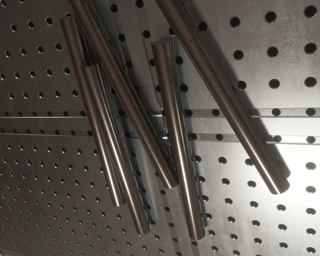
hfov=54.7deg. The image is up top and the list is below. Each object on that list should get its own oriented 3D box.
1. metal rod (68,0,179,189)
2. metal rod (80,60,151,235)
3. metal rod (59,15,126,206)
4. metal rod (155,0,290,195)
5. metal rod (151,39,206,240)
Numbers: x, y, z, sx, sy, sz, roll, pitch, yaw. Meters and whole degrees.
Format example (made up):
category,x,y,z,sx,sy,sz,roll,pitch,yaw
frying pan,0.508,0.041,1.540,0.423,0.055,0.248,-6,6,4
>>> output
category,x,y,z,sx,sy,sz,roll,pitch,yaw
metal rod,-0.044,-0.047,0.403,0.025,0.025,0.299,-14,112,33
metal rod,-0.058,0.047,0.460,0.025,0.025,0.298,2,122,27
metal rod,-0.090,-0.007,0.451,0.025,0.025,0.298,5,121,25
metal rod,0.066,-0.048,0.345,0.025,0.025,0.299,-24,106,36
metal rod,0.030,0.034,0.414,0.025,0.025,0.298,2,120,27
